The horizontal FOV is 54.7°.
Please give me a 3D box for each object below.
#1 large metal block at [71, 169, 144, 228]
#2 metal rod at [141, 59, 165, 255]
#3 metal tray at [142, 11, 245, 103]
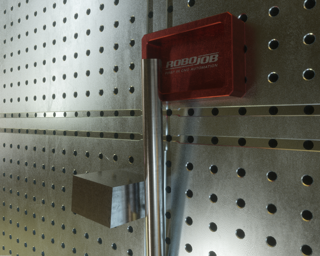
[{"bbox_3d":[-0.063,0.092,0.425,0.080,0.081,0.050,6,94,40],"label":"large metal block"},{"bbox_3d":[-0.007,0.066,0.391,0.025,0.025,0.298,6,101,40],"label":"metal rod"},{"bbox_3d":[0.035,-0.078,0.376,0.130,0.030,0.089,-1,89,40],"label":"metal tray"}]
